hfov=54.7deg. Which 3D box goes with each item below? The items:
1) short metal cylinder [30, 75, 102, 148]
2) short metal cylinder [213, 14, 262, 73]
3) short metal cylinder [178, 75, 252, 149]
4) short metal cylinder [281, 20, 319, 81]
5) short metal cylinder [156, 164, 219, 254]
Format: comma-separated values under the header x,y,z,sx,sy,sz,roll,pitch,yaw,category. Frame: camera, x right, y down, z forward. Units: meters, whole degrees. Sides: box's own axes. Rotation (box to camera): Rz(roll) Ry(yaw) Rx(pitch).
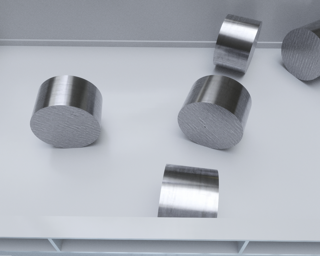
x,y,z,sx,sy,sz,roll,pitch,yaw,category
-0.113,-0.018,0.384,0.081,0.080,0.050,-3,50,-3,short metal cylinder
0.120,-0.130,0.479,0.050,0.080,0.080,19,53,16,short metal cylinder
0.068,-0.019,0.386,0.080,0.080,0.050,17,52,14,short metal cylinder
0.234,-0.118,0.470,0.050,0.080,0.080,-24,54,-19,short metal cylinder
0.027,0.078,0.304,0.050,0.080,0.080,6,50,5,short metal cylinder
